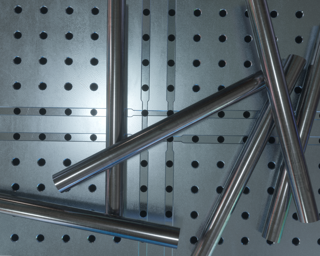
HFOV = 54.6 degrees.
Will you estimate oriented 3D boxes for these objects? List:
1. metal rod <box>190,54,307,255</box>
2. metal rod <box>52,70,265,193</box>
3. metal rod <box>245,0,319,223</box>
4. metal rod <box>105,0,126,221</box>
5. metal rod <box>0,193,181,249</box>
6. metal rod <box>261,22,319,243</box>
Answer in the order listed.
[{"bbox_3d":[0.118,0.042,0.414,0.025,0.025,0.299,26,90,0],"label":"metal rod"},{"bbox_3d":[0.009,0.000,0.396,0.301,0.025,0.025,-27,90,-7],"label":"metal rod"},{"bbox_3d":[0.151,-0.032,0.388,0.025,0.025,0.299,-13,89,0],"label":"metal rod"},{"bbox_3d":[-0.059,-0.022,0.412,0.025,0.025,0.298,1,90,0],"label":"metal rod"},{"bbox_3d":[-0.125,0.111,0.394,0.301,0.025,0.025,9,90,7],"label":"metal rod"},{"bbox_3d":[0.188,0.004,0.414,0.025,0.025,0.299,15,90,0],"label":"metal rod"}]
